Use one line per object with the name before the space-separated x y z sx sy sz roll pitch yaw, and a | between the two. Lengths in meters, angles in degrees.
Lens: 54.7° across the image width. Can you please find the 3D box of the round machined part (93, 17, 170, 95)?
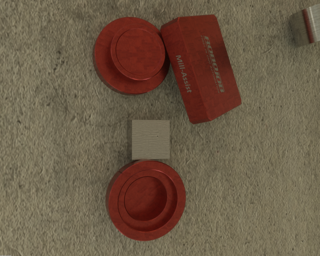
round machined part | -0.032 -0.091 0.389 0.099 0.042 0.097 0 90 -21

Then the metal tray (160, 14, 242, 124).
metal tray | 0.058 -0.079 0.409 0.091 0.030 0.129 -26 100 -46

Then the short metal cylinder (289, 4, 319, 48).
short metal cylinder | 0.245 -0.159 0.472 0.081 0.080 0.050 -18 97 -19

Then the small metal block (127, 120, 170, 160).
small metal block | -0.015 0.015 0.404 0.050 0.025 0.050 1 88 -20

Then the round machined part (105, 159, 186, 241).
round machined part | -0.020 0.088 0.394 0.099 0.042 0.097 0 90 -21
